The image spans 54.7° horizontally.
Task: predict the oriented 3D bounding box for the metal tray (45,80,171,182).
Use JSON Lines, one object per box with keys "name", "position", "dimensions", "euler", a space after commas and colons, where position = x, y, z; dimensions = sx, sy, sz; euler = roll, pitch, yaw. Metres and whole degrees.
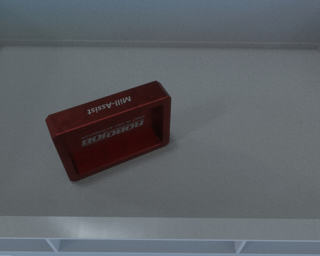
{"name": "metal tray", "position": [-0.052, 0.005, 0.358], "dimensions": [0.131, 0.089, 0.030], "euler": [-21, 53, -17]}
